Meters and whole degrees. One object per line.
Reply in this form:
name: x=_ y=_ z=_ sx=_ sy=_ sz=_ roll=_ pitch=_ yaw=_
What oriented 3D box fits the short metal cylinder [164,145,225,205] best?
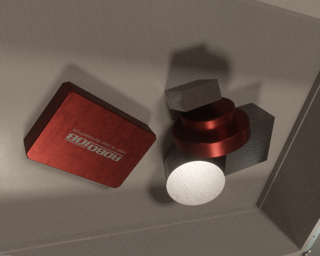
short metal cylinder: x=0.047 y=0.064 z=0.443 sx=0.081 sy=0.050 sz=0.079 roll=-2 pitch=122 yaw=-3

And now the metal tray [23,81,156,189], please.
metal tray: x=-0.079 y=0.014 z=0.372 sx=0.131 sy=0.030 sz=0.090 roll=30 pitch=102 yaw=-38

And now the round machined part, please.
round machined part: x=0.063 y=-0.007 z=0.394 sx=0.099 sy=0.098 sz=0.042 roll=-23 pitch=118 yaw=-15

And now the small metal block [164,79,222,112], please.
small metal block: x=0.040 y=-0.042 z=0.387 sx=0.050 sy=0.050 sz=0.025 roll=-20 pitch=104 yaw=-17

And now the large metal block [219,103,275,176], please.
large metal block: x=0.119 y=0.016 z=0.470 sx=0.081 sy=0.050 sz=0.079 roll=-16 pitch=125 yaw=-20
